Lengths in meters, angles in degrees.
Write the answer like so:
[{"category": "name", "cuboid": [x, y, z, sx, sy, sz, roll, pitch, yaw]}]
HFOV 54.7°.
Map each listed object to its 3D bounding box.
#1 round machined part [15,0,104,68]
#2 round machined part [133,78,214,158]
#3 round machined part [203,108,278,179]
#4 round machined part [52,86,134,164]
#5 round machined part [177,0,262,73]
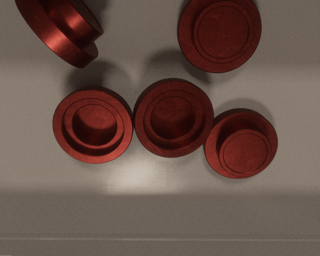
[{"category": "round machined part", "cuboid": [-0.098, -0.115, 0.328, 0.042, 0.098, 0.098, -36, 107, 12]}, {"category": "round machined part", "cuboid": [0.014, -0.015, 0.391, 0.099, 0.042, 0.097, -4, 109, -10]}, {"category": "round machined part", "cuboid": [0.109, 0.026, 0.413, 0.099, 0.042, 0.097, 0, 110, -1]}, {"category": "round machined part", "cuboid": [-0.082, -0.007, 0.398, 0.099, 0.042, 0.097, 0, 110, 0]}, {"category": "round machined part", "cuboid": [0.070, -0.112, 0.362, 0.099, 0.042, 0.097, 0, 110, -1]}]
